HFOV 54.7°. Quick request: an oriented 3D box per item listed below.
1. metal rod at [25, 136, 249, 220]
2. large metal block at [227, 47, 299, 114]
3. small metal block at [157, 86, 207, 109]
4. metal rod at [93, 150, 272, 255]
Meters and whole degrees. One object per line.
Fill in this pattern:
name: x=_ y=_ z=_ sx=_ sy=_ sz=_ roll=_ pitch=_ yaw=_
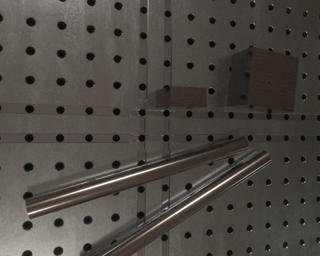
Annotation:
metal rod: x=-0.014 y=0.059 z=0.408 sx=0.302 sy=0.025 sz=0.025 roll=-14 pitch=95 yaw=-20
large metal block: x=0.151 y=-0.067 z=0.457 sx=0.081 sy=0.050 sz=0.080 roll=7 pitch=88 yaw=-20
small metal block: x=0.028 y=-0.039 z=0.411 sx=0.050 sy=0.050 sz=0.025 roll=0 pitch=90 yaw=-20
metal rod: x=0.035 y=0.111 z=0.426 sx=0.302 sy=0.025 sz=0.025 roll=-28 pitch=100 yaw=-18
